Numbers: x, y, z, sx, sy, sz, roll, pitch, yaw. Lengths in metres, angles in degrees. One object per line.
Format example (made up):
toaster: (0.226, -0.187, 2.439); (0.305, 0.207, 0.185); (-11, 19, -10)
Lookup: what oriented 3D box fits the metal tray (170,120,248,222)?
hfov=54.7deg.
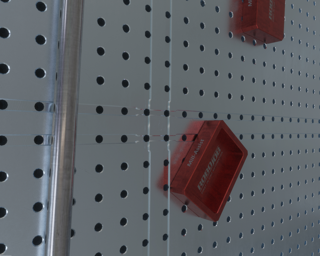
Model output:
metal tray: (0.079, 0.063, 0.471); (0.090, 0.030, 0.130); (46, 63, -30)

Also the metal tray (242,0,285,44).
metal tray: (0.192, -0.230, 0.566); (0.091, 0.030, 0.129); (6, 86, -40)

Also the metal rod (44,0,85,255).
metal rod: (-0.100, 0.004, 0.324); (0.025, 0.025, 0.298); (5, 87, -40)
